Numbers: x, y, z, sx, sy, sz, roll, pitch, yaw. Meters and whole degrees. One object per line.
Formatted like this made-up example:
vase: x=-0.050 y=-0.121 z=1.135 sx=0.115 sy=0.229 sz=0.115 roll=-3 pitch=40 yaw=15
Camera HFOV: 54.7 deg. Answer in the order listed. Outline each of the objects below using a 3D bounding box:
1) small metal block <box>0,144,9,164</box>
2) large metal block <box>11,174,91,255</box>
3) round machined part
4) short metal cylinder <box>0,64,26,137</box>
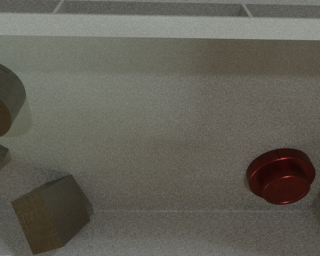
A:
small metal block: x=-0.254 y=0.038 z=0.438 sx=0.050 sy=0.025 sz=0.050 roll=-36 pitch=122 yaw=26
large metal block: x=-0.157 y=0.124 z=0.456 sx=0.050 sy=0.080 sz=0.080 roll=-20 pitch=94 yaw=16
round machined part: x=0.185 y=0.080 z=0.469 sx=0.099 sy=0.042 sz=0.097 roll=-1 pitch=130 yaw=0
short metal cylinder: x=-0.207 y=-0.033 z=0.362 sx=0.081 sy=0.050 sz=0.079 roll=0 pitch=130 yaw=0
